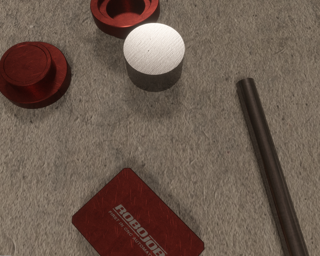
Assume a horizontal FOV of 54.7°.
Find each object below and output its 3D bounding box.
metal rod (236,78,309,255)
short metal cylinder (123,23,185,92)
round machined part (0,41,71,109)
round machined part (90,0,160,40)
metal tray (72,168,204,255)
[{"bbox_3d":[0.144,0.075,0.382,0.025,0.025,0.299,-9,70,-4],"label":"metal rod"},{"bbox_3d":[-0.008,-0.097,0.430,0.081,0.050,0.080,0,70,-1],"label":"short metal cylinder"},{"bbox_3d":[-0.177,-0.079,0.426,0.099,0.042,0.098,0,70,-1],"label":"round machined part"},{"bbox_3d":[-0.049,-0.170,0.456,0.099,0.042,0.098,-1,63,3],"label":"round machined part"},{"bbox_3d":[-0.026,0.122,0.361,0.090,0.030,0.130,-43,76,-14],"label":"metal tray"}]
